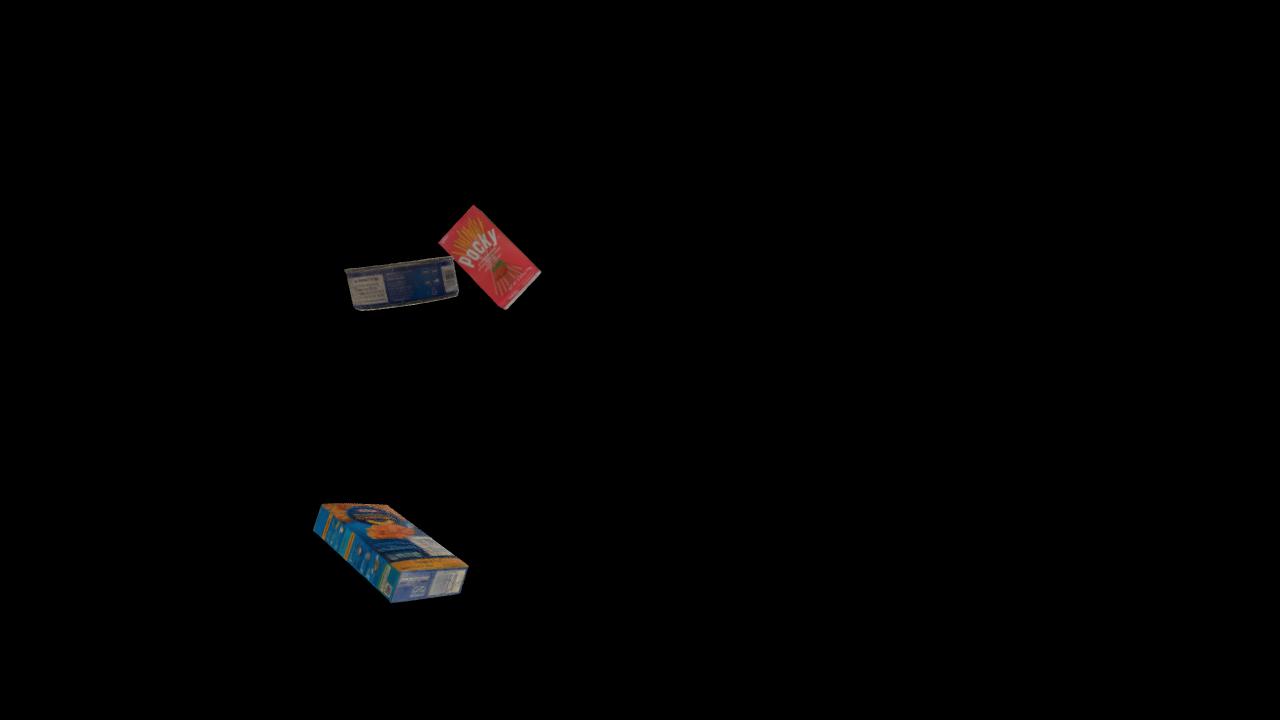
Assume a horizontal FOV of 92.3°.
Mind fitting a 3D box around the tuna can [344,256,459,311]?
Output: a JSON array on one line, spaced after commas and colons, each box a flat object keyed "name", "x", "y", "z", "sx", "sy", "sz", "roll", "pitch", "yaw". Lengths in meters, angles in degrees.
[{"name": "tuna can", "x": -0.192, "y": -0.063, "z": 0.501, "sx": 0.084, "sy": 0.034, "sz": 0.084, "roll": -7, "pitch": 12, "yaw": 2}]

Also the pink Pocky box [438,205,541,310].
[{"name": "pink Pocky box", "x": -0.233, "y": -0.159, "z": 0.949, "sx": 0.155, "sy": 0.084, "sz": 0.029, "roll": 45, "pitch": 3, "yaw": 14}]

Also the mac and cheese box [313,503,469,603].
[{"name": "mac and cheese box", "x": -0.293, "y": 0.219, "z": 0.718, "sx": 0.184, "sy": 0.041, "sz": 0.093, "roll": 18, "pitch": 0, "yaw": 37}]
